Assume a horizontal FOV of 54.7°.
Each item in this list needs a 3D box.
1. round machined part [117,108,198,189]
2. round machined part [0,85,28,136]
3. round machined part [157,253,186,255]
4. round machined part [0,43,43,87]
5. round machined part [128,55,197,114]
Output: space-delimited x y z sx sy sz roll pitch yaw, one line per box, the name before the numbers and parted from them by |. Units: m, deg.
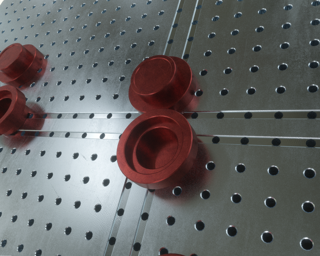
round machined part | 0.000 0.028 0.379 0.098 0.042 0.098 -13 56 20
round machined part | -0.279 -0.025 0.556 0.098 0.042 0.098 -13 56 20
round machined part | 0.009 0.169 0.289 0.098 0.042 0.098 -13 56 20
round machined part | -0.292 -0.133 0.629 0.098 0.042 0.098 -13 56 20
round machined part | -0.002 -0.064 0.436 0.098 0.042 0.098 -13 56 20
